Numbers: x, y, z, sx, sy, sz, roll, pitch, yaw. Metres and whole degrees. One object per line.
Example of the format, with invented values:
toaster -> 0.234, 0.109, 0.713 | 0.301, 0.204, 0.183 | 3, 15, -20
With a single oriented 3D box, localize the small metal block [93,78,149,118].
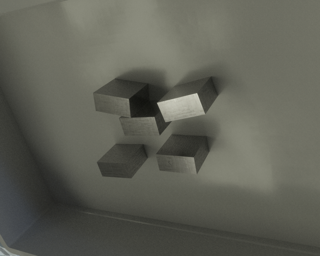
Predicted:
small metal block -> -0.048, -0.039, 0.393 | 0.050, 0.050, 0.025 | 11, 123, 22

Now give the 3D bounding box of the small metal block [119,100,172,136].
small metal block -> -0.015, -0.013, 0.392 | 0.050, 0.050, 0.025 | -1, 118, 29

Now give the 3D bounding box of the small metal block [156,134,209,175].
small metal block -> 0.030, 0.032, 0.397 | 0.050, 0.050, 0.025 | 2, 119, 27

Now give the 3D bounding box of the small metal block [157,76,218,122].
small metal block -> 0.033, -0.033, 0.355 | 0.050, 0.050, 0.025 | -11, 113, 33

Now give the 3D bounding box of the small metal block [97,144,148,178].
small metal block -> -0.054, 0.047, 0.450 | 0.050, 0.050, 0.025 | -1, 118, 29
